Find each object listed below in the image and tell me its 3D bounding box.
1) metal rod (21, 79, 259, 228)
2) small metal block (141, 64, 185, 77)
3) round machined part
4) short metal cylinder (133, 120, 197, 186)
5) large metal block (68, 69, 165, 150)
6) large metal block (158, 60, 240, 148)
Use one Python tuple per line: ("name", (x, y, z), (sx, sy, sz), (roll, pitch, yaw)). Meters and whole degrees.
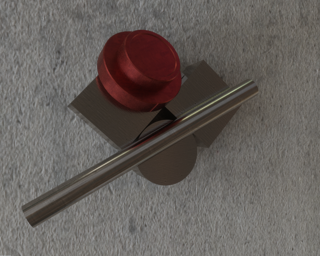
("metal rod", (-0.007, 0.018, 0.355), (0.302, 0.025, 0.025), (-29, 100, -18))
("small metal block", (-0.005, -0.069, 0.408), (0.050, 0.025, 0.050), (45, 76, -15))
("round machined part", (-0.016, -0.070, 0.349), (0.099, 0.042, 0.098), (15, 57, -25))
("short metal cylinder", (0.000, 0.030, 0.397), (0.081, 0.050, 0.079), (0, 90, -21))
("large metal block", (-0.052, -0.029, 0.377), (0.080, 0.050, 0.080), (44, 76, -15))
("large metal block", (0.050, -0.031, 0.417), (0.080, 0.050, 0.080), (43, 76, -15))
